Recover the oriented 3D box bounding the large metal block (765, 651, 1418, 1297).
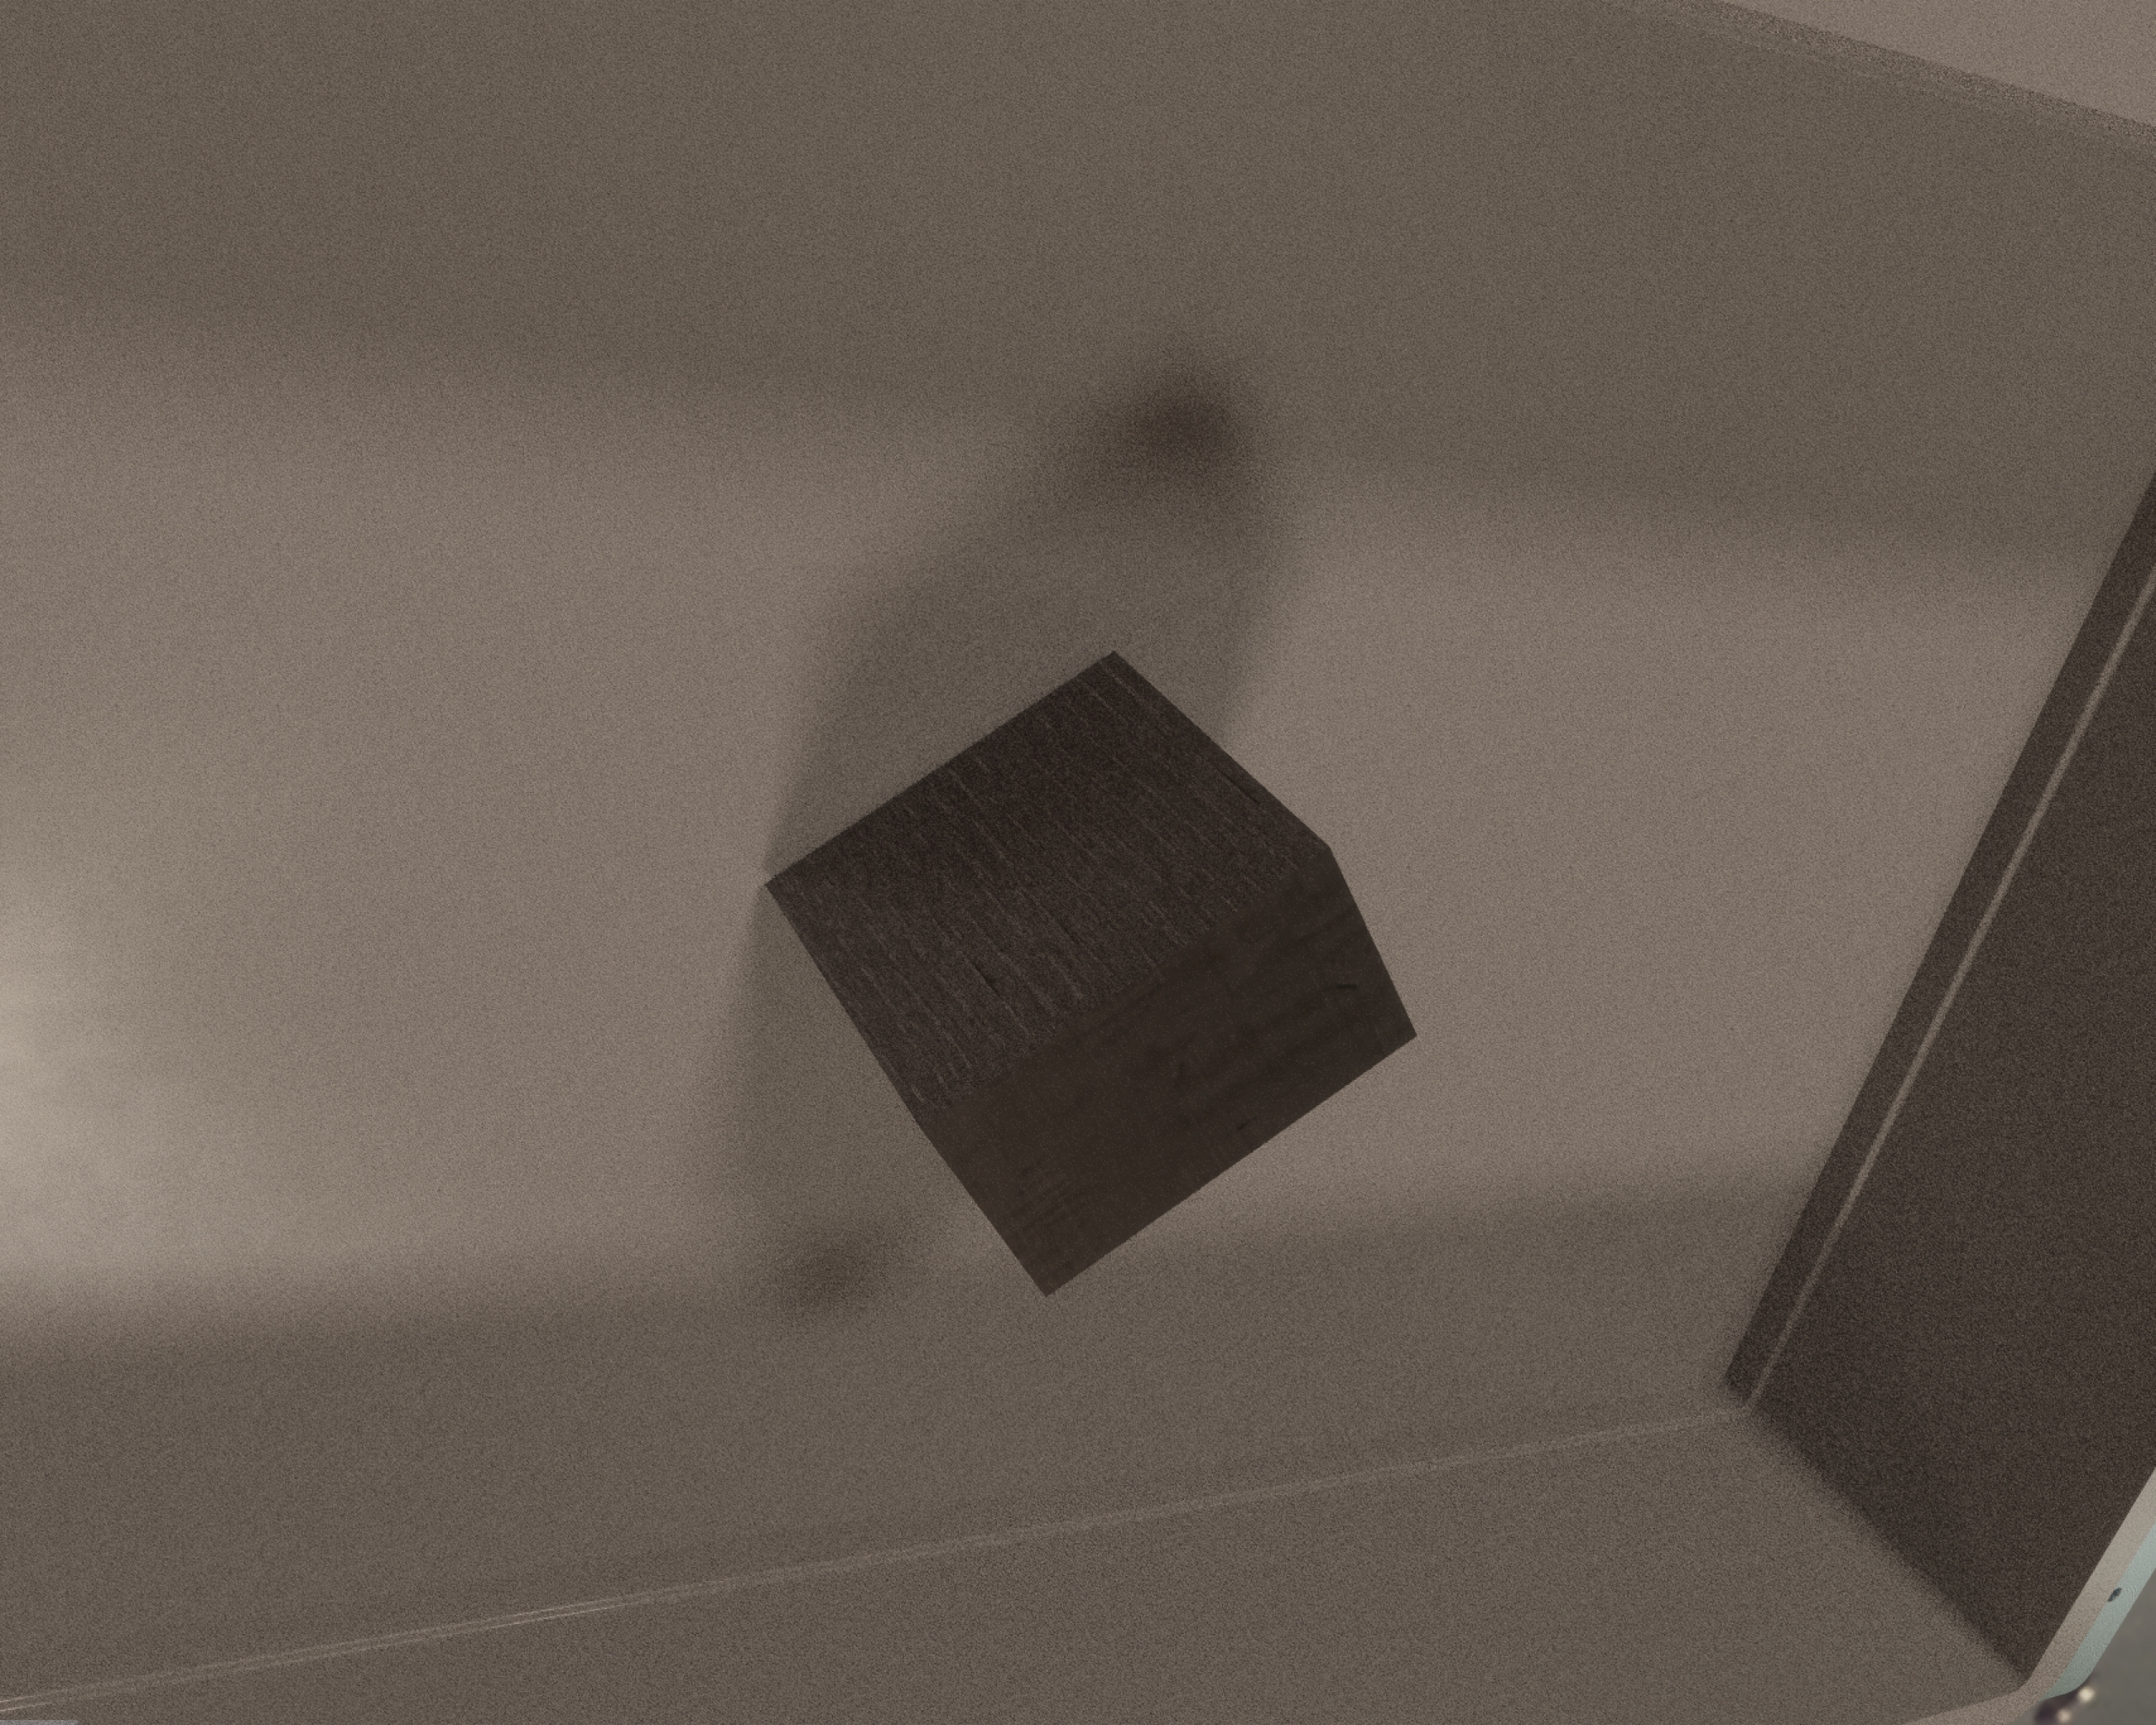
[{"bbox_3d":[0.001,0.017,0.382,0.080,0.080,0.050,-34,129,-6],"label":"large metal block"}]
